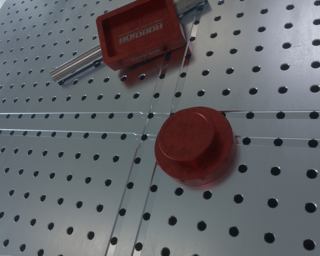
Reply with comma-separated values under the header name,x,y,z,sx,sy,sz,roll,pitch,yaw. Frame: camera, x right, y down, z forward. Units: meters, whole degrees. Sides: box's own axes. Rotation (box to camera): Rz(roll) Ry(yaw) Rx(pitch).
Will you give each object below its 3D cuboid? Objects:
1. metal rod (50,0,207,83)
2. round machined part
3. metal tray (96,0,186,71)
name,x,y,z,sx,sy,sz,roll,pitch,yaw
metal rod,-0.060,-0.157,0.535,0.301,0.025,0.025,-26,53,12
round machined part,0.037,0.015,0.369,0.098,0.042,0.098,-13,56,21
metal tray,-0.032,-0.155,0.495,0.130,0.030,0.090,-17,74,14
